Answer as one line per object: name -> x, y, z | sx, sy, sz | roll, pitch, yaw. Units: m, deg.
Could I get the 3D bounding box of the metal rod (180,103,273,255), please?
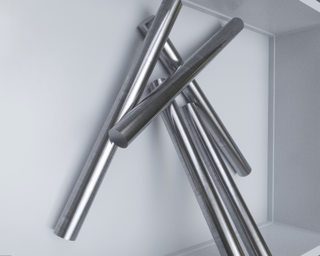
metal rod -> 0.097, 0.099, 0.395 | 0.025, 0.025, 0.299 | -7, 65, -40

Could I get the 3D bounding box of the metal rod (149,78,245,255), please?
metal rod -> 0.052, 0.074, 0.367 | 0.025, 0.025, 0.299 | -9, 69, -40

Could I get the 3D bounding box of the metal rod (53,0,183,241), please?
metal rod -> -0.042, -0.022, 0.354 | 0.025, 0.025, 0.299 | 32, 76, -36

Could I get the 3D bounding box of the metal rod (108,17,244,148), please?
metal rod -> 0.040, -0.077, 0.407 | 0.301, 0.025, 0.025 | -47, 119, -37

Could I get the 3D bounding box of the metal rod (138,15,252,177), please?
metal rod -> 0.064, -0.031, 0.462 | 0.300, 0.025, 0.025 | 52, 59, -27
